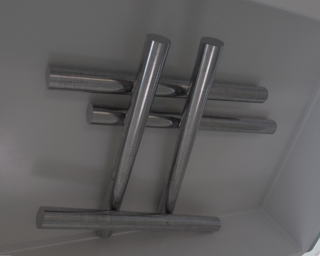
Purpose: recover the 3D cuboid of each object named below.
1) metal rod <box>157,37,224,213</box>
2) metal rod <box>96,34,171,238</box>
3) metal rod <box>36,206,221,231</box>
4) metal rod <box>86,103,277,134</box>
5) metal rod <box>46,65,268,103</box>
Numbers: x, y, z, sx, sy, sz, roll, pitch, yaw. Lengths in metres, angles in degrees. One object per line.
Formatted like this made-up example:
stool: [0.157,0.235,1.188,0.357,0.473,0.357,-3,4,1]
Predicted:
metal rod: [0.031,0.027,0.413,0.025,0.025,0.298,-8,131,-24]
metal rod: [-0.042,0.033,0.379,0.025,0.025,0.298,-1,127,-28]
metal rod: [-0.020,0.133,0.440,0.302,0.025,0.025,16,110,-38]
metal rod: [0.050,-0.009,0.430,0.302,0.025,0.025,3,117,-30]
metal rod: [0.019,-0.050,0.387,0.303,0.025,0.025,0,118,-29]
